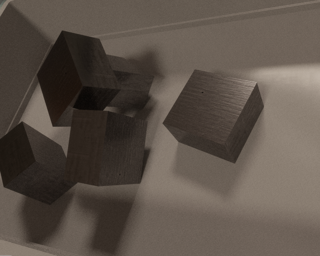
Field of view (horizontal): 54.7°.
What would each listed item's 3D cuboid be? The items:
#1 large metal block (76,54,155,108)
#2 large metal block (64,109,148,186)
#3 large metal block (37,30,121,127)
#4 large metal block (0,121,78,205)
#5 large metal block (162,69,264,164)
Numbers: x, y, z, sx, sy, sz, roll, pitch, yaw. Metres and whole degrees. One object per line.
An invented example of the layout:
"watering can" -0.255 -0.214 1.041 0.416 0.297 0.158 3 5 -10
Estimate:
"large metal block" -0.070 -0.069 0.438 0.080 0.081 0.050 37 116 38
"large metal block" -0.062 0.024 0.371 0.050 0.080 0.080 4 85 30
"large metal block" -0.102 -0.057 0.379 0.080 0.050 0.080 -42 63 37
"large metal block" -0.171 0.050 0.427 0.050 0.080 0.080 -39 51 2
"large metal block" 0.064 -0.016 0.365 0.080 0.050 0.080 20 72 35
